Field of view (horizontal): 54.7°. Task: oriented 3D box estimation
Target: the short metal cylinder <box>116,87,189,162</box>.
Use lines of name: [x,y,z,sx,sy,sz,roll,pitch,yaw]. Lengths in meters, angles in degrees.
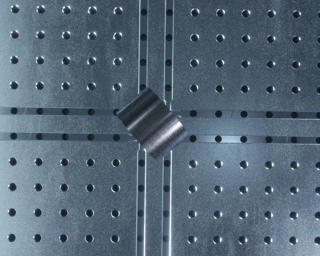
short metal cylinder: [-0.009,-0.005,0.385,0.050,0.080,0.080,-40,91,0]
